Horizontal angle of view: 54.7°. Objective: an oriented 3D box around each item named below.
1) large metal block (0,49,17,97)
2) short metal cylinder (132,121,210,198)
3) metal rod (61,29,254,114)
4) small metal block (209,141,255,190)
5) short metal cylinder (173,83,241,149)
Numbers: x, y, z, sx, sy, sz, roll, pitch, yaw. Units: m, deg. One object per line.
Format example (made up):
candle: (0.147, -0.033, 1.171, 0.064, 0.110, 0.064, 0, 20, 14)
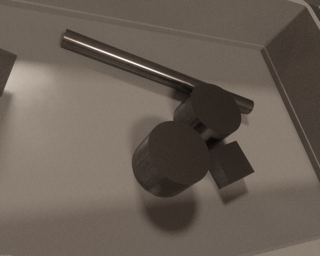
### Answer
large metal block: (-0.196, -0.064, 0.296, 0.080, 0.080, 0.050, 22, 97, -15)
short metal cylinder: (0.013, 0.038, 0.375, 0.081, 0.050, 0.080, 14, 56, -21)
metal rod: (0.009, -0.077, 0.458, 0.302, 0.025, 0.025, 17, 55, -19)
small metal block: (0.094, 0.050, 0.428, 0.050, 0.025, 0.050, -15, 70, -35)
short metal cylinder: (0.066, -0.016, 0.437, 0.081, 0.050, 0.080, 14, 56, -21)
